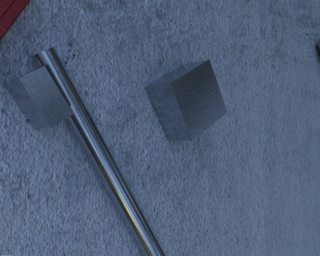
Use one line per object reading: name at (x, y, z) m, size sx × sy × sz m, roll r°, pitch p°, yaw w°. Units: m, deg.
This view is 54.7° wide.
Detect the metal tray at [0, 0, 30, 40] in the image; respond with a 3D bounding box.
metal tray at (-0.174, -0.104, 0.255) m, size 0.090 × 0.030 × 0.130 m, roll 38°, pitch 67°, yaw -34°

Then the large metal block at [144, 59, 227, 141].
large metal block at (0.038, -0.038, 0.422) m, size 0.081 × 0.050 × 0.080 m, roll -36°, pitch 113°, yaw -34°

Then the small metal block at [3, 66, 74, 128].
small metal block at (-0.115, -0.027, 0.293) m, size 0.025 × 0.050 × 0.050 m, roll -40°, pitch 115°, yaw -33°

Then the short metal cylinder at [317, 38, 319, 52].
short metal cylinder at (0.417, -0.190, 0.723) m, size 0.080 × 0.080 × 0.050 m, roll -49°, pitch 120°, yaw -29°

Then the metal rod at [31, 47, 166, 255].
metal rod at (-0.058, 0.052, 0.357) m, size 0.025 × 0.025 × 0.299 m, roll -38°, pitch 114°, yaw -34°
